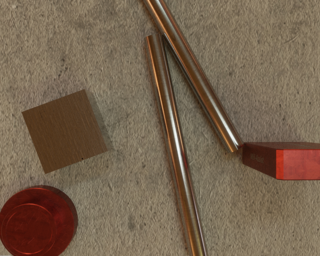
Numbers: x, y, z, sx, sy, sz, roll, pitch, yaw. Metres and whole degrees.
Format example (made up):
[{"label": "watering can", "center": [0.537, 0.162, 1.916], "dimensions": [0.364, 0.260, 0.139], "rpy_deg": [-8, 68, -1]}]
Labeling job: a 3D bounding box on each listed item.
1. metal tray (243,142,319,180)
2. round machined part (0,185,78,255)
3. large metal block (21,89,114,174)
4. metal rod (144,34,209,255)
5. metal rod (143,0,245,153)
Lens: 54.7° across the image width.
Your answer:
[{"label": "metal tray", "center": [0.157, 0.035, 0.360], "dimensions": [0.091, 0.130, 0.030], "rpy_deg": [0, 90, 0]}, {"label": "round machined part", "center": [-0.160, 0.126, 0.399], "dimensions": [0.099, 0.042, 0.097], "rpy_deg": [0, 90, -1]}, {"label": "large metal block", "center": [-0.114, 0.004, 0.396], "dimensions": [0.080, 0.050, 0.080], "rpy_deg": [-20, 90, -1]}, {"label": "metal rod", "center": [0.022, 0.026, 0.410], "dimensions": [0.025, 0.025, 0.298], "rpy_deg": [-12, 90, 0]}, {"label": "metal rod", "center": [0.028, -0.103, 0.410], "dimensions": [0.025, 0.025, 0.299], "rpy_deg": [-29, 90, 0]}]
